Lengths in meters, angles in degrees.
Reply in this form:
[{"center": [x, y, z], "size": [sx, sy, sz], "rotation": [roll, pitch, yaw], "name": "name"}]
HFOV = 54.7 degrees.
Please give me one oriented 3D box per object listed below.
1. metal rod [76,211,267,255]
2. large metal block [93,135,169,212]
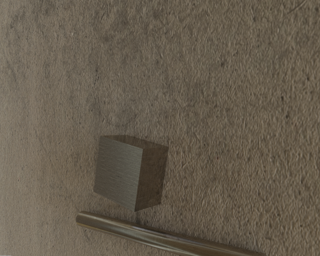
[{"center": [-0.011, 0.145, 0.411], "size": [0.300, 0.025, 0.025], "rotation": [-2, 89, 39], "name": "metal rod"}, {"center": [-0.040, 0.057, 0.420], "size": [0.080, 0.050, 0.079], "rotation": [13, 99, 39], "name": "large metal block"}]
